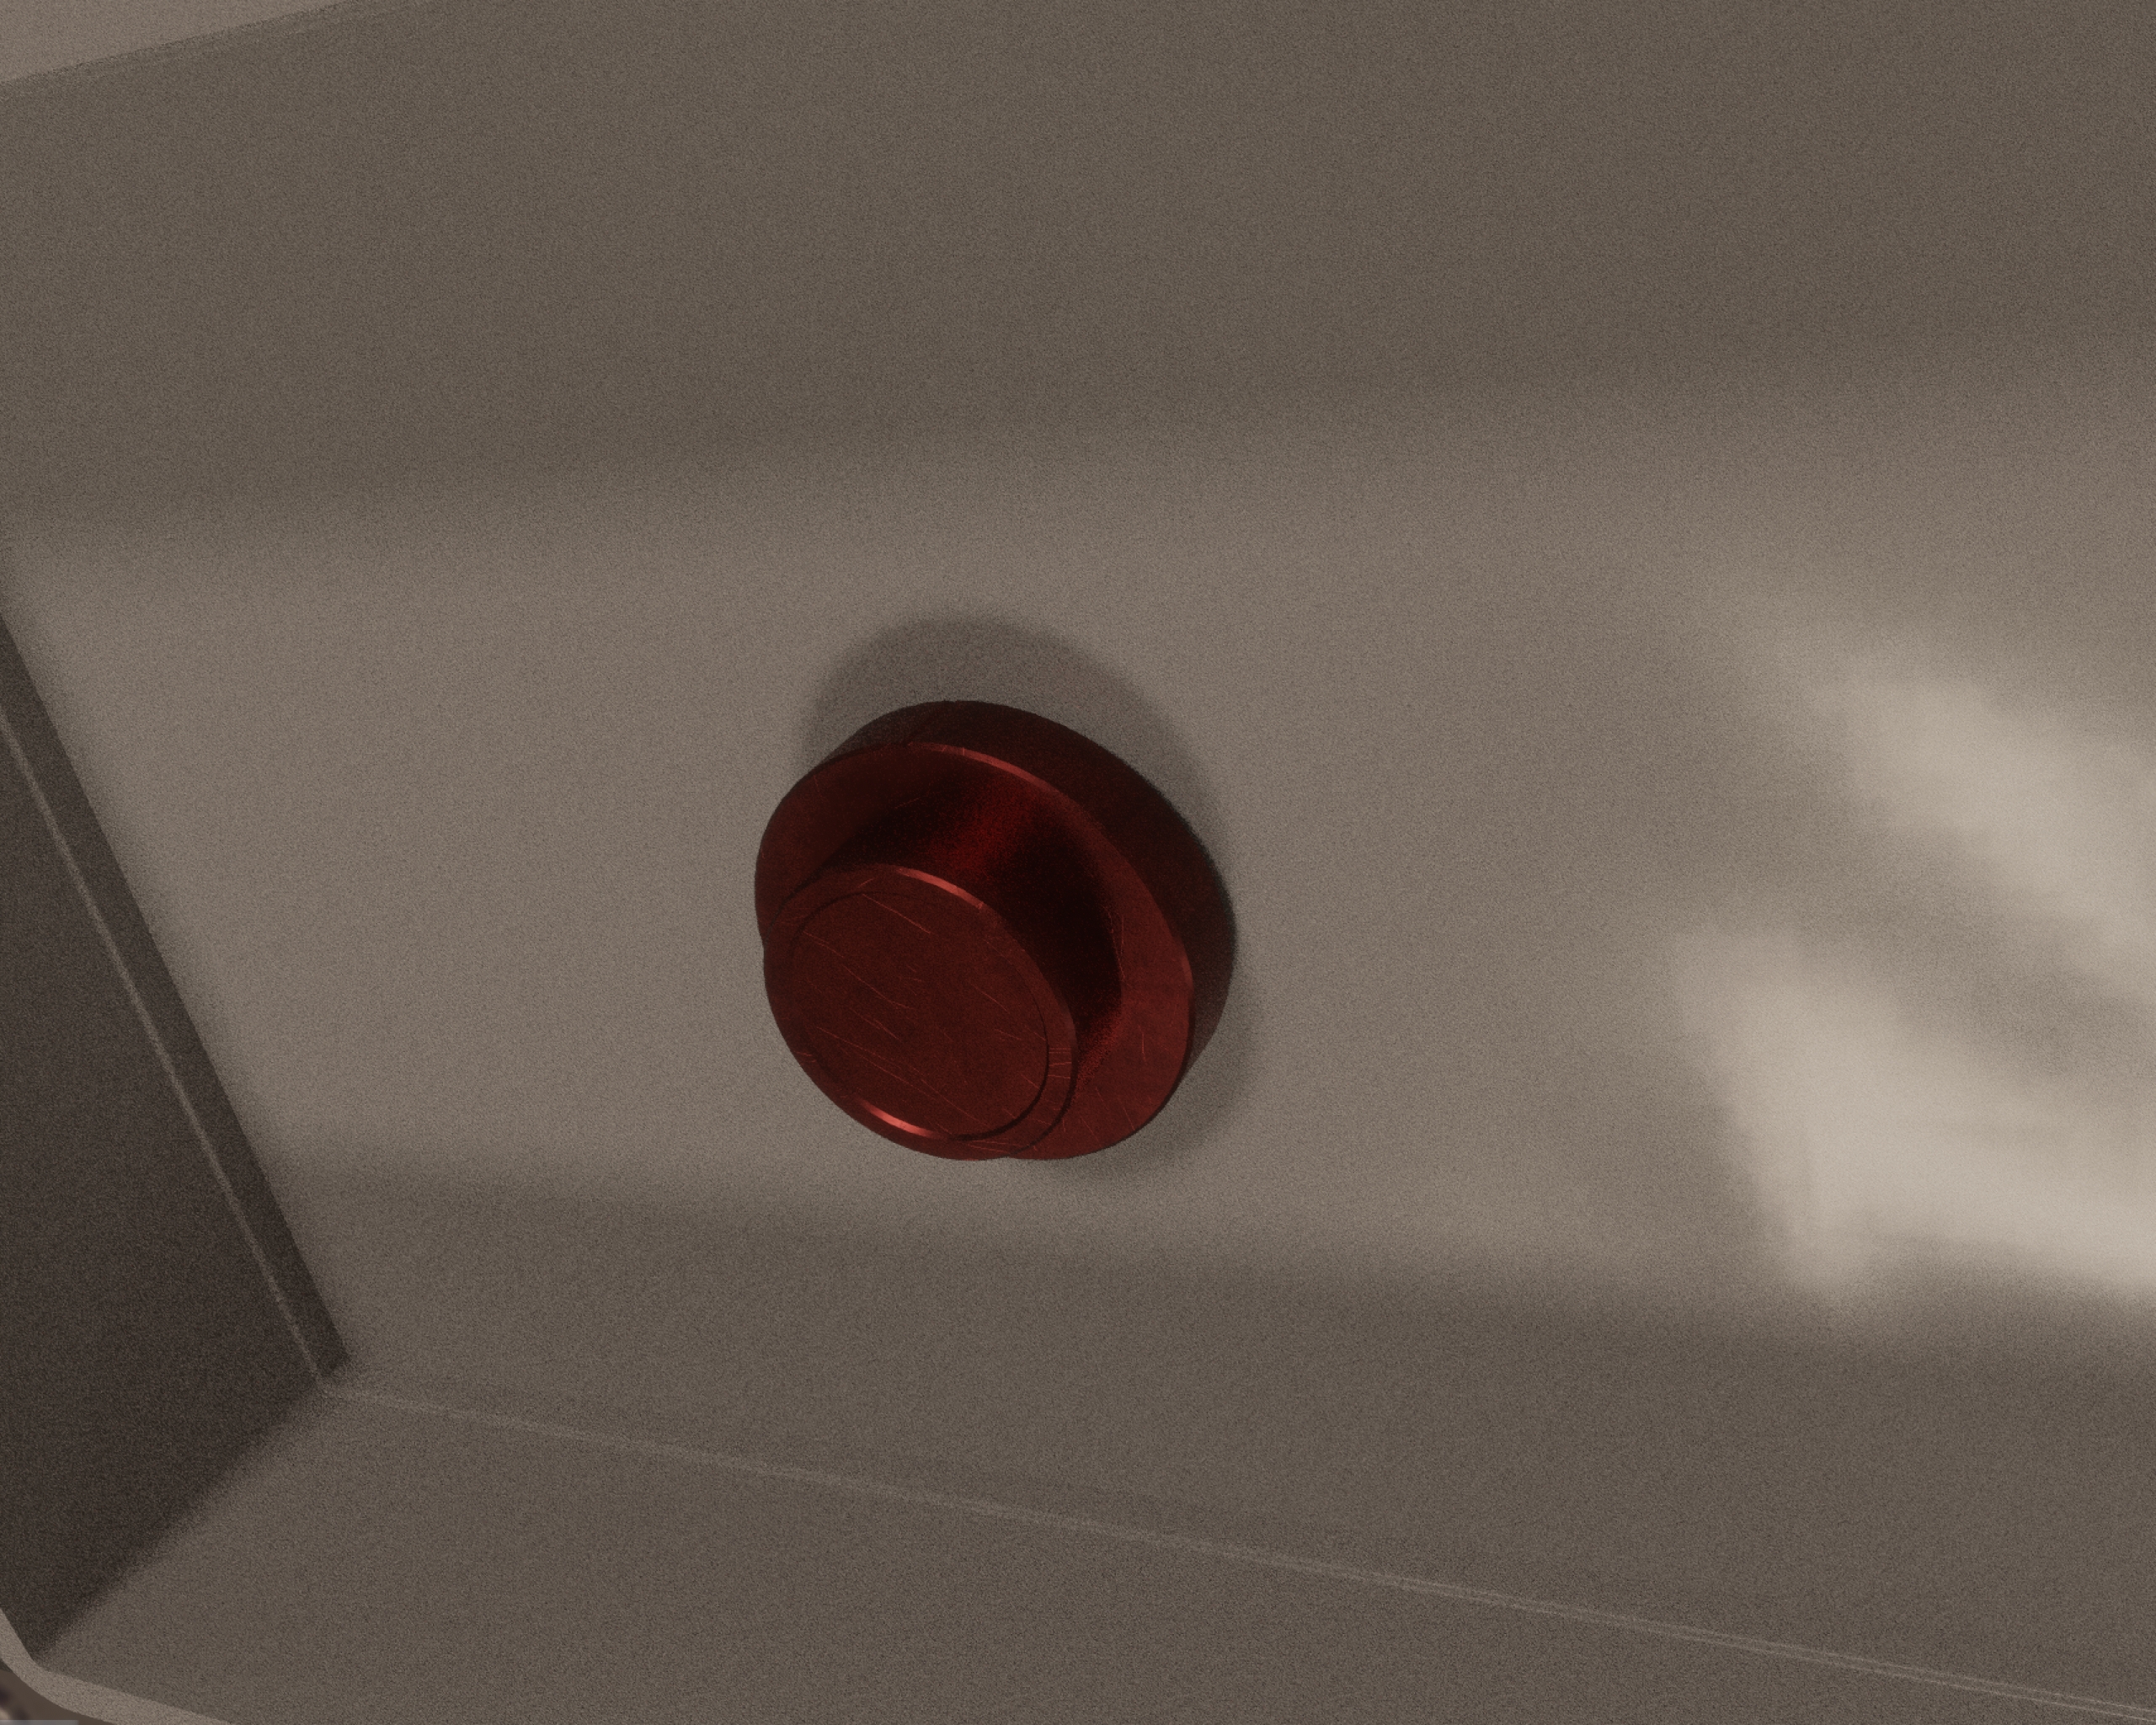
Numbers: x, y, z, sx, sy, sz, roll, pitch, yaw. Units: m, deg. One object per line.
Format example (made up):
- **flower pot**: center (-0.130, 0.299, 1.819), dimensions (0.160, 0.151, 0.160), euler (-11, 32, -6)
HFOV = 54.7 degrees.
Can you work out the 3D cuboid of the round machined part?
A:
- **round machined part**: center (-0.023, 0.020, 0.416), dimensions (0.098, 0.042, 0.097), euler (13, 124, 20)
